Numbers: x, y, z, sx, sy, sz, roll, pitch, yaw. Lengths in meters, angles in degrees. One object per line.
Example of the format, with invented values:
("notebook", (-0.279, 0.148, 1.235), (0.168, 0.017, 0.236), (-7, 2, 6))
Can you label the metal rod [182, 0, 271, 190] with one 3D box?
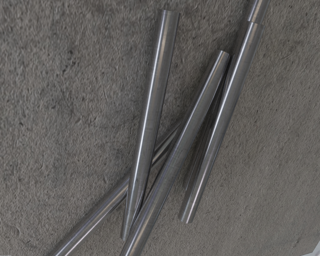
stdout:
("metal rod", (0.086, -0.037, 0.430), (0.025, 0.025, 0.298), (2, 117, -30))

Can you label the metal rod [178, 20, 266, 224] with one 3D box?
("metal rod", (0.076, 0.008, 0.422), (0.025, 0.025, 0.298), (1, 118, -29))

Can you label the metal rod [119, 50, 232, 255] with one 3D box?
("metal rod", (0.018, 0.042, 0.398), (0.025, 0.025, 0.299), (24, 92, -37))

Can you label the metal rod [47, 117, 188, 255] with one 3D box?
("metal rod", (-0.067, 0.101, 0.432), (0.300, 0.025, 0.025), (-46, 129, 4))

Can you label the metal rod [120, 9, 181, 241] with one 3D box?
("metal rod", (-0.016, 0.012, 0.383), (0.025, 0.025, 0.298), (0, 112, -29))
